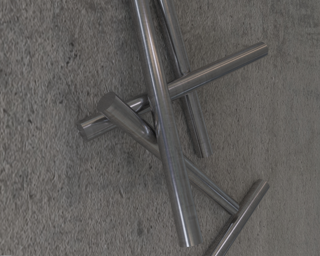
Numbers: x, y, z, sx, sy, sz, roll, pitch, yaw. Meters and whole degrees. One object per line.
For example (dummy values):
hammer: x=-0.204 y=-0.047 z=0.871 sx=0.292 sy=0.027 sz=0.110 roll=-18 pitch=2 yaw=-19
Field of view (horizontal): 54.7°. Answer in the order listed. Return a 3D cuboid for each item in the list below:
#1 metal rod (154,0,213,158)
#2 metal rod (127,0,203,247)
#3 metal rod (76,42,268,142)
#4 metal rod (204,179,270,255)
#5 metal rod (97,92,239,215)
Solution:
metal rod: x=0.025 y=-0.099 z=0.425 sx=0.025 sy=0.025 sz=0.298 roll=-27 pitch=107 yaw=-37
metal rod: x=0.002 y=-0.024 z=0.350 sx=0.025 sy=0.025 sz=0.299 roll=-2 pitch=74 yaw=-40
metal rod: x=0.035 y=-0.057 z=0.403 sx=0.302 sy=0.025 sz=0.025 roll=-27 pitch=108 yaw=-27
metal rod: x=0.092 y=0.188 z=0.481 sx=0.302 sy=0.025 sz=0.025 roll=-42 pitch=116 yaw=-32
metal rod: x=0.031 y=0.051 z=0.407 sx=0.300 sy=0.025 sz=0.025 roll=42 pitch=64 yaw=-40
